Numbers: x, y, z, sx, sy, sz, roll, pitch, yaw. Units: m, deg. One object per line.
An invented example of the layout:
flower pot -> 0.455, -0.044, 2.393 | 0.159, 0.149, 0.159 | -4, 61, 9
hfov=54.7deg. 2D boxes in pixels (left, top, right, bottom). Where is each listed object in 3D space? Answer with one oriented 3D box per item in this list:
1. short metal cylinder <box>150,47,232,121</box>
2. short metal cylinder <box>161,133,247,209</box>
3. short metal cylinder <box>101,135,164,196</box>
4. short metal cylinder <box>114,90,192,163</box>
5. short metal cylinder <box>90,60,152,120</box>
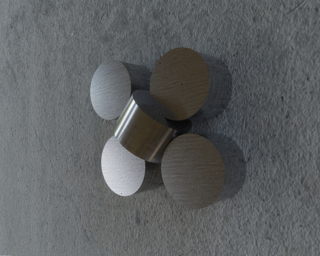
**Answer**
short metal cylinder -> 0.035, -0.048, 0.357 | 0.080, 0.050, 0.079 | 0, 90, 39
short metal cylinder -> 0.048, 0.046, 0.347 | 0.080, 0.050, 0.079 | 0, 90, 39
short metal cylinder -> -0.032, 0.046, 0.413 | 0.080, 0.050, 0.079 | 0, 90, 39
short metal cylinder -> -0.009, -0.003, 0.376 | 0.080, 0.081, 0.050 | 47, 118, 29
short metal cylinder -> -0.051, -0.051, 0.429 | 0.080, 0.050, 0.079 | 0, 90, 39
